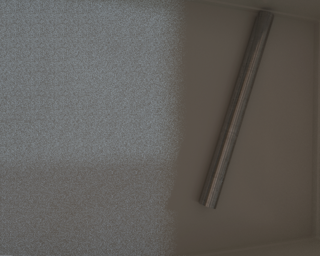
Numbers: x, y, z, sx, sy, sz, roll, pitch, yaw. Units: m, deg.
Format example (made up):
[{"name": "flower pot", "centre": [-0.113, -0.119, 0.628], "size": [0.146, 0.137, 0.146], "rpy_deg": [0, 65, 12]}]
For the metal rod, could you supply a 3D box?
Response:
[{"name": "metal rod", "centre": [0.114, -0.031, 0.454], "size": [0.025, 0.025, 0.299], "rpy_deg": [21, 83, -19]}]
